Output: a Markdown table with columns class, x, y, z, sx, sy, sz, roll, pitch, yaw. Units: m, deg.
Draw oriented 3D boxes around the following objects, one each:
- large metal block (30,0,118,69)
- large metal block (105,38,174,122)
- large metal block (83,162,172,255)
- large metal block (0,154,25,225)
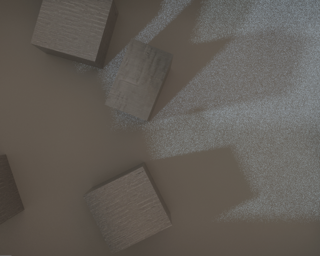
| class | x | y | z | sx | sy | sz | roll | pitch | yaw |
| --- | --- | --- | --- | --- | --- | --- | --- | --- | --- |
| large metal block | -0.106 | -0.129 | 0.397 | 0.080 | 0.050 | 0.080 | 16 | 90 | -1 |
| large metal block | -0.023 | -0.054 | 0.384 | 0.050 | 0.080 | 0.080 | 22 | 90 | -1 |
| large metal block | -0.039 | 0.100 | 0.399 | 0.080 | 0.050 | 0.080 | -26 | 90 | -1 |
| large metal block | -0.221 | 0.081 | 0.381 | 0.050 | 0.080 | 0.080 | -18 | 90 | 0 |
